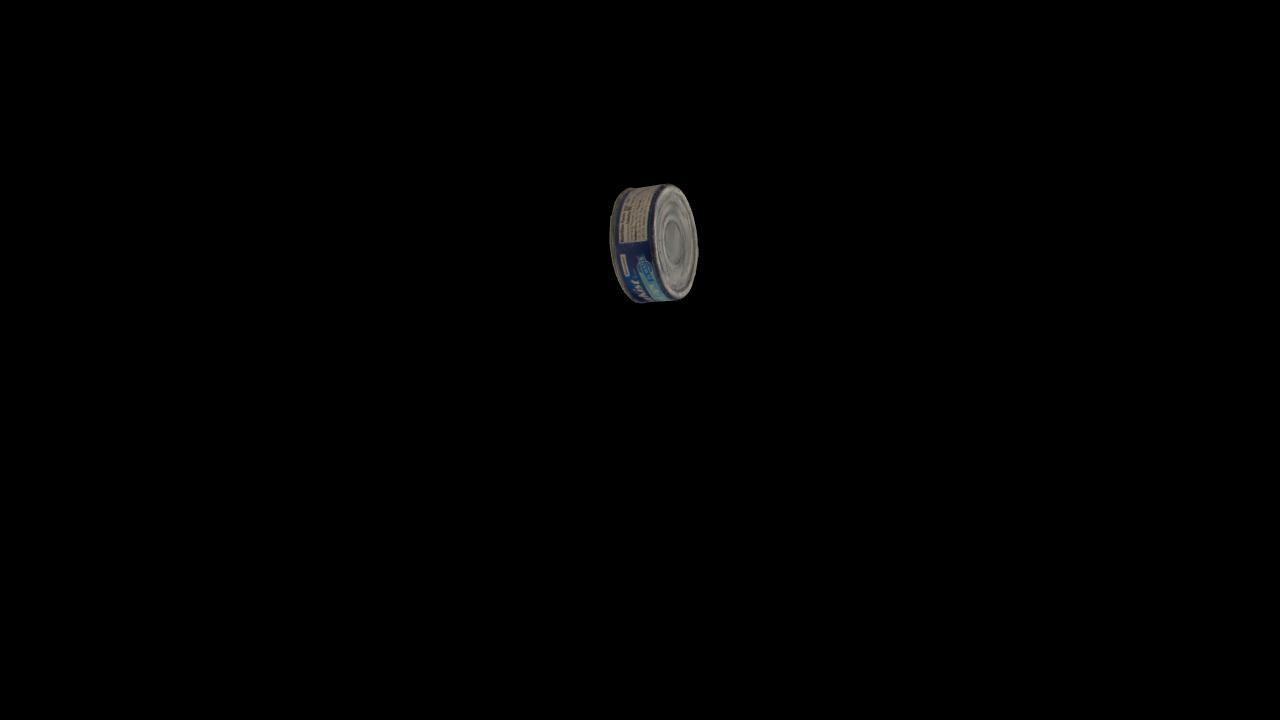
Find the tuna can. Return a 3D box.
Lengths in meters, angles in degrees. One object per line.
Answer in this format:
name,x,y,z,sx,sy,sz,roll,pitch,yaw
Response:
tuna can,0.013,-0.083,0.445,0.034,0.084,0.084,0,0,27
